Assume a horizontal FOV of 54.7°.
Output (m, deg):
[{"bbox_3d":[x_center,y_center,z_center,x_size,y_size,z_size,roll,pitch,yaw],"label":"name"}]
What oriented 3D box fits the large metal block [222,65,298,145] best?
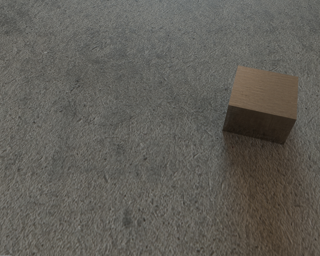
[{"bbox_3d":[0.134,-0.032,0.415,0.080,0.050,0.080,14,51,11],"label":"large metal block"}]
